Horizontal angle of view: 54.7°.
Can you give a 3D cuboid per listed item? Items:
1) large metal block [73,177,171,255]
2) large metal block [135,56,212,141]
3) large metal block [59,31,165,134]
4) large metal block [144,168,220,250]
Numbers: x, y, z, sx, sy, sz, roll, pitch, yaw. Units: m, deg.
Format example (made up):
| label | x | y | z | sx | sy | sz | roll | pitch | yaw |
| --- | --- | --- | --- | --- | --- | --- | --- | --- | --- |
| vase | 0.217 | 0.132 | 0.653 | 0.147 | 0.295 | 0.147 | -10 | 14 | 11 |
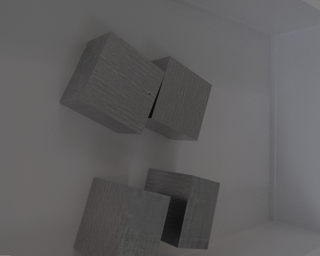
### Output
| label | x | y | z | sx | sy | sz | roll | pitch | yaw |
| --- | --- | --- | --- | --- | --- | --- | --- | --- | --- |
| large metal block | -0.042 | 0.103 | 0.335 | 0.050 | 0.080 | 0.080 | 24 | 75 | -38 |
| large metal block | 0.014 | -0.035 | 0.402 | 0.080 | 0.050 | 0.080 | 26 | 74 | -37 |
| large metal block | -0.051 | -0.046 | 0.347 | 0.080 | 0.050 | 0.080 | 32 | 70 | -36 |
| large metal block | 0.021 | 0.099 | 0.388 | 0.050 | 0.080 | 0.080 | 22 | 77 | -38 |
